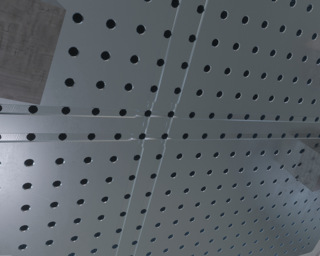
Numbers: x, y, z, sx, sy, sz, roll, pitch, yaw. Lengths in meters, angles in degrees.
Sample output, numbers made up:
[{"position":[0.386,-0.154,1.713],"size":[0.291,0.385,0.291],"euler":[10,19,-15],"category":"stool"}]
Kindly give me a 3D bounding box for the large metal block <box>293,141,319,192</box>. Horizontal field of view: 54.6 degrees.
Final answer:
[{"position":[0.324,0.072,0.615],"size":[0.081,0.050,0.079],"euler":[-9,123,-24],"category":"large metal block"}]

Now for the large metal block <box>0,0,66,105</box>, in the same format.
[{"position":[-0.122,-0.076,0.261],"size":[0.050,0.080,0.080],"euler":[10,113,-33],"category":"large metal block"}]
